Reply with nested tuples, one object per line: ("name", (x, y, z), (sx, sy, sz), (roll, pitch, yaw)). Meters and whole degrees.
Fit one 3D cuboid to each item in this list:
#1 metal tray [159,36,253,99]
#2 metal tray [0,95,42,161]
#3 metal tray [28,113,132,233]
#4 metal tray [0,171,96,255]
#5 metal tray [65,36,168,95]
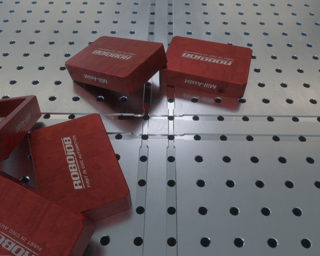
("metal tray", (0.073, -0.098, 0.488), (0.130, 0.030, 0.090), (13, 51, 10))
("metal tray", (-0.205, -0.001, 0.363), (0.090, 0.030, 0.130), (-7, 23, -1))
("metal tray", (-0.097, 0.047, 0.365), (0.091, 0.030, 0.130), (-18, 52, -14))
("metal tray", (-0.139, 0.103, 0.296), (0.130, 0.030, 0.090), (22, 76, 17))
("metal tray", (-0.066, -0.099, 0.466), (0.130, 0.030, 0.090), (17, 51, 33))
